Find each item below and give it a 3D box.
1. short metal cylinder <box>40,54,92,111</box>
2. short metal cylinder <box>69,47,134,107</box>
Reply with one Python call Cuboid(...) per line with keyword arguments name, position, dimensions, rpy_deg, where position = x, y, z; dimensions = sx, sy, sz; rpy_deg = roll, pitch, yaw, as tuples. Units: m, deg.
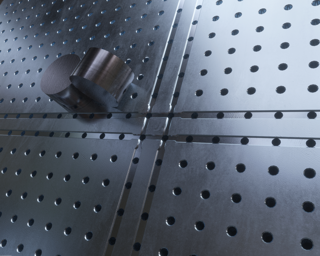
Cuboid(name="short metal cylinder", position=(-0.149, -0.075, 0.514), dimensions=(0.080, 0.050, 0.080), rpy_deg=(-13, 56, 21))
Cuboid(name="short metal cylinder", position=(-0.086, -0.074, 0.461), dimensions=(0.080, 0.080, 0.050), rpy_deg=(16, 70, 34))
